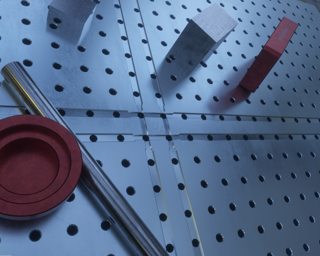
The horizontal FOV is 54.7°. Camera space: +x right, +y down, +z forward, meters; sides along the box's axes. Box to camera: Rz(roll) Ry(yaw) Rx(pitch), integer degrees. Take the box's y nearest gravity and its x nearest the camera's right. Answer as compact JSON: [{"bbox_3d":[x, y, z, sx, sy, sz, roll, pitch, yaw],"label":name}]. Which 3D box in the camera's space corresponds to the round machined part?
[{"bbox_3d":[-0.128,0.039,0.300,0.099,0.042,0.098,9,62,-18],"label":"round machined part"}]

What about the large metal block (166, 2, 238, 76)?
[{"bbox_3d":[0.068,-0.143,0.499,0.050,0.080,0.080,44,51,1],"label":"large metal block"}]

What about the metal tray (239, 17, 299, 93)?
[{"bbox_3d":[0.194,-0.131,0.550,0.030,0.089,0.131,33,50,8],"label":"metal tray"}]

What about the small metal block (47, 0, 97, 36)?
[{"bbox_3d":[-0.125,-0.168,0.444,0.050,0.025,0.050,25,53,-13],"label":"small metal block"}]

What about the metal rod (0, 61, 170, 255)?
[{"bbox_3d":[-0.078,0.047,0.338,0.025,0.025,0.300,-34,81,-38],"label":"metal rod"}]
